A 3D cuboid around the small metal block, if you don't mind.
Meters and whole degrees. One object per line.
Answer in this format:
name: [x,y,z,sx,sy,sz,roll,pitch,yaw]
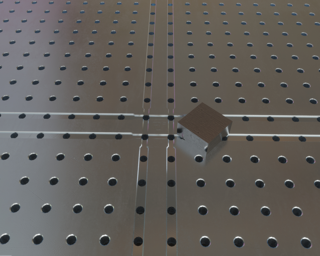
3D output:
small metal block: [0.058,0.000,0.408,0.050,0.025,0.050,36,59,26]
